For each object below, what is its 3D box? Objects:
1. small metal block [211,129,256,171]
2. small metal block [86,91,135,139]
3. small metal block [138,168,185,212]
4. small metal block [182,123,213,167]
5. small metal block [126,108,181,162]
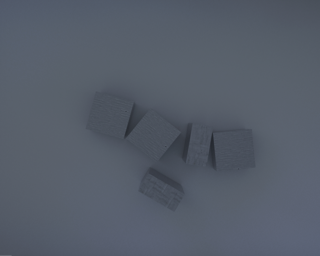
[{"bbox_3d":[0.096,0.028,0.410,0.050,0.025,0.050,-6,90,-1],"label":"small metal block"},{"bbox_3d":[-0.064,-0.016,0.408,0.050,0.025,0.050,15,90,-1],"label":"small metal block"},{"bbox_3d":[0.002,0.077,0.397,0.050,0.050,0.025,30,91,-1],"label":"small metal block"},{"bbox_3d":[0.047,0.020,0.398,0.025,0.050,0.050,10,90,-1],"label":"small metal block"},{"bbox_3d":[-0.008,0.009,0.409,0.050,0.025,0.050,39,90,-1],"label":"small metal block"}]
